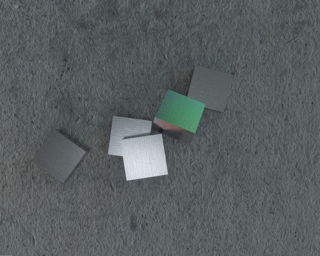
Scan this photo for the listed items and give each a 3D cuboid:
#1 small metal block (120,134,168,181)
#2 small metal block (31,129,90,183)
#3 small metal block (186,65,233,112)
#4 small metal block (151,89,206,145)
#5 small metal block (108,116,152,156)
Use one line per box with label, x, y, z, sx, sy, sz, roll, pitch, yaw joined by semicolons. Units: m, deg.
small metal block;-0.019;0.035;0.385;0.050;0.025;0.050;-9;91;-1
small metal block;-0.130;0.036;0.409;0.050;0.025;0.050;36;90;0
small metal block;0.064;-0.051;0.410;0.050;0.025;0.050;14;90;0
small metal block;0.023;-0.014;0.384;0.050;0.025;0.050;22;53;3
small metal block;-0.038;0.012;0.410;0.050;0.025;0.050;8;90;0
